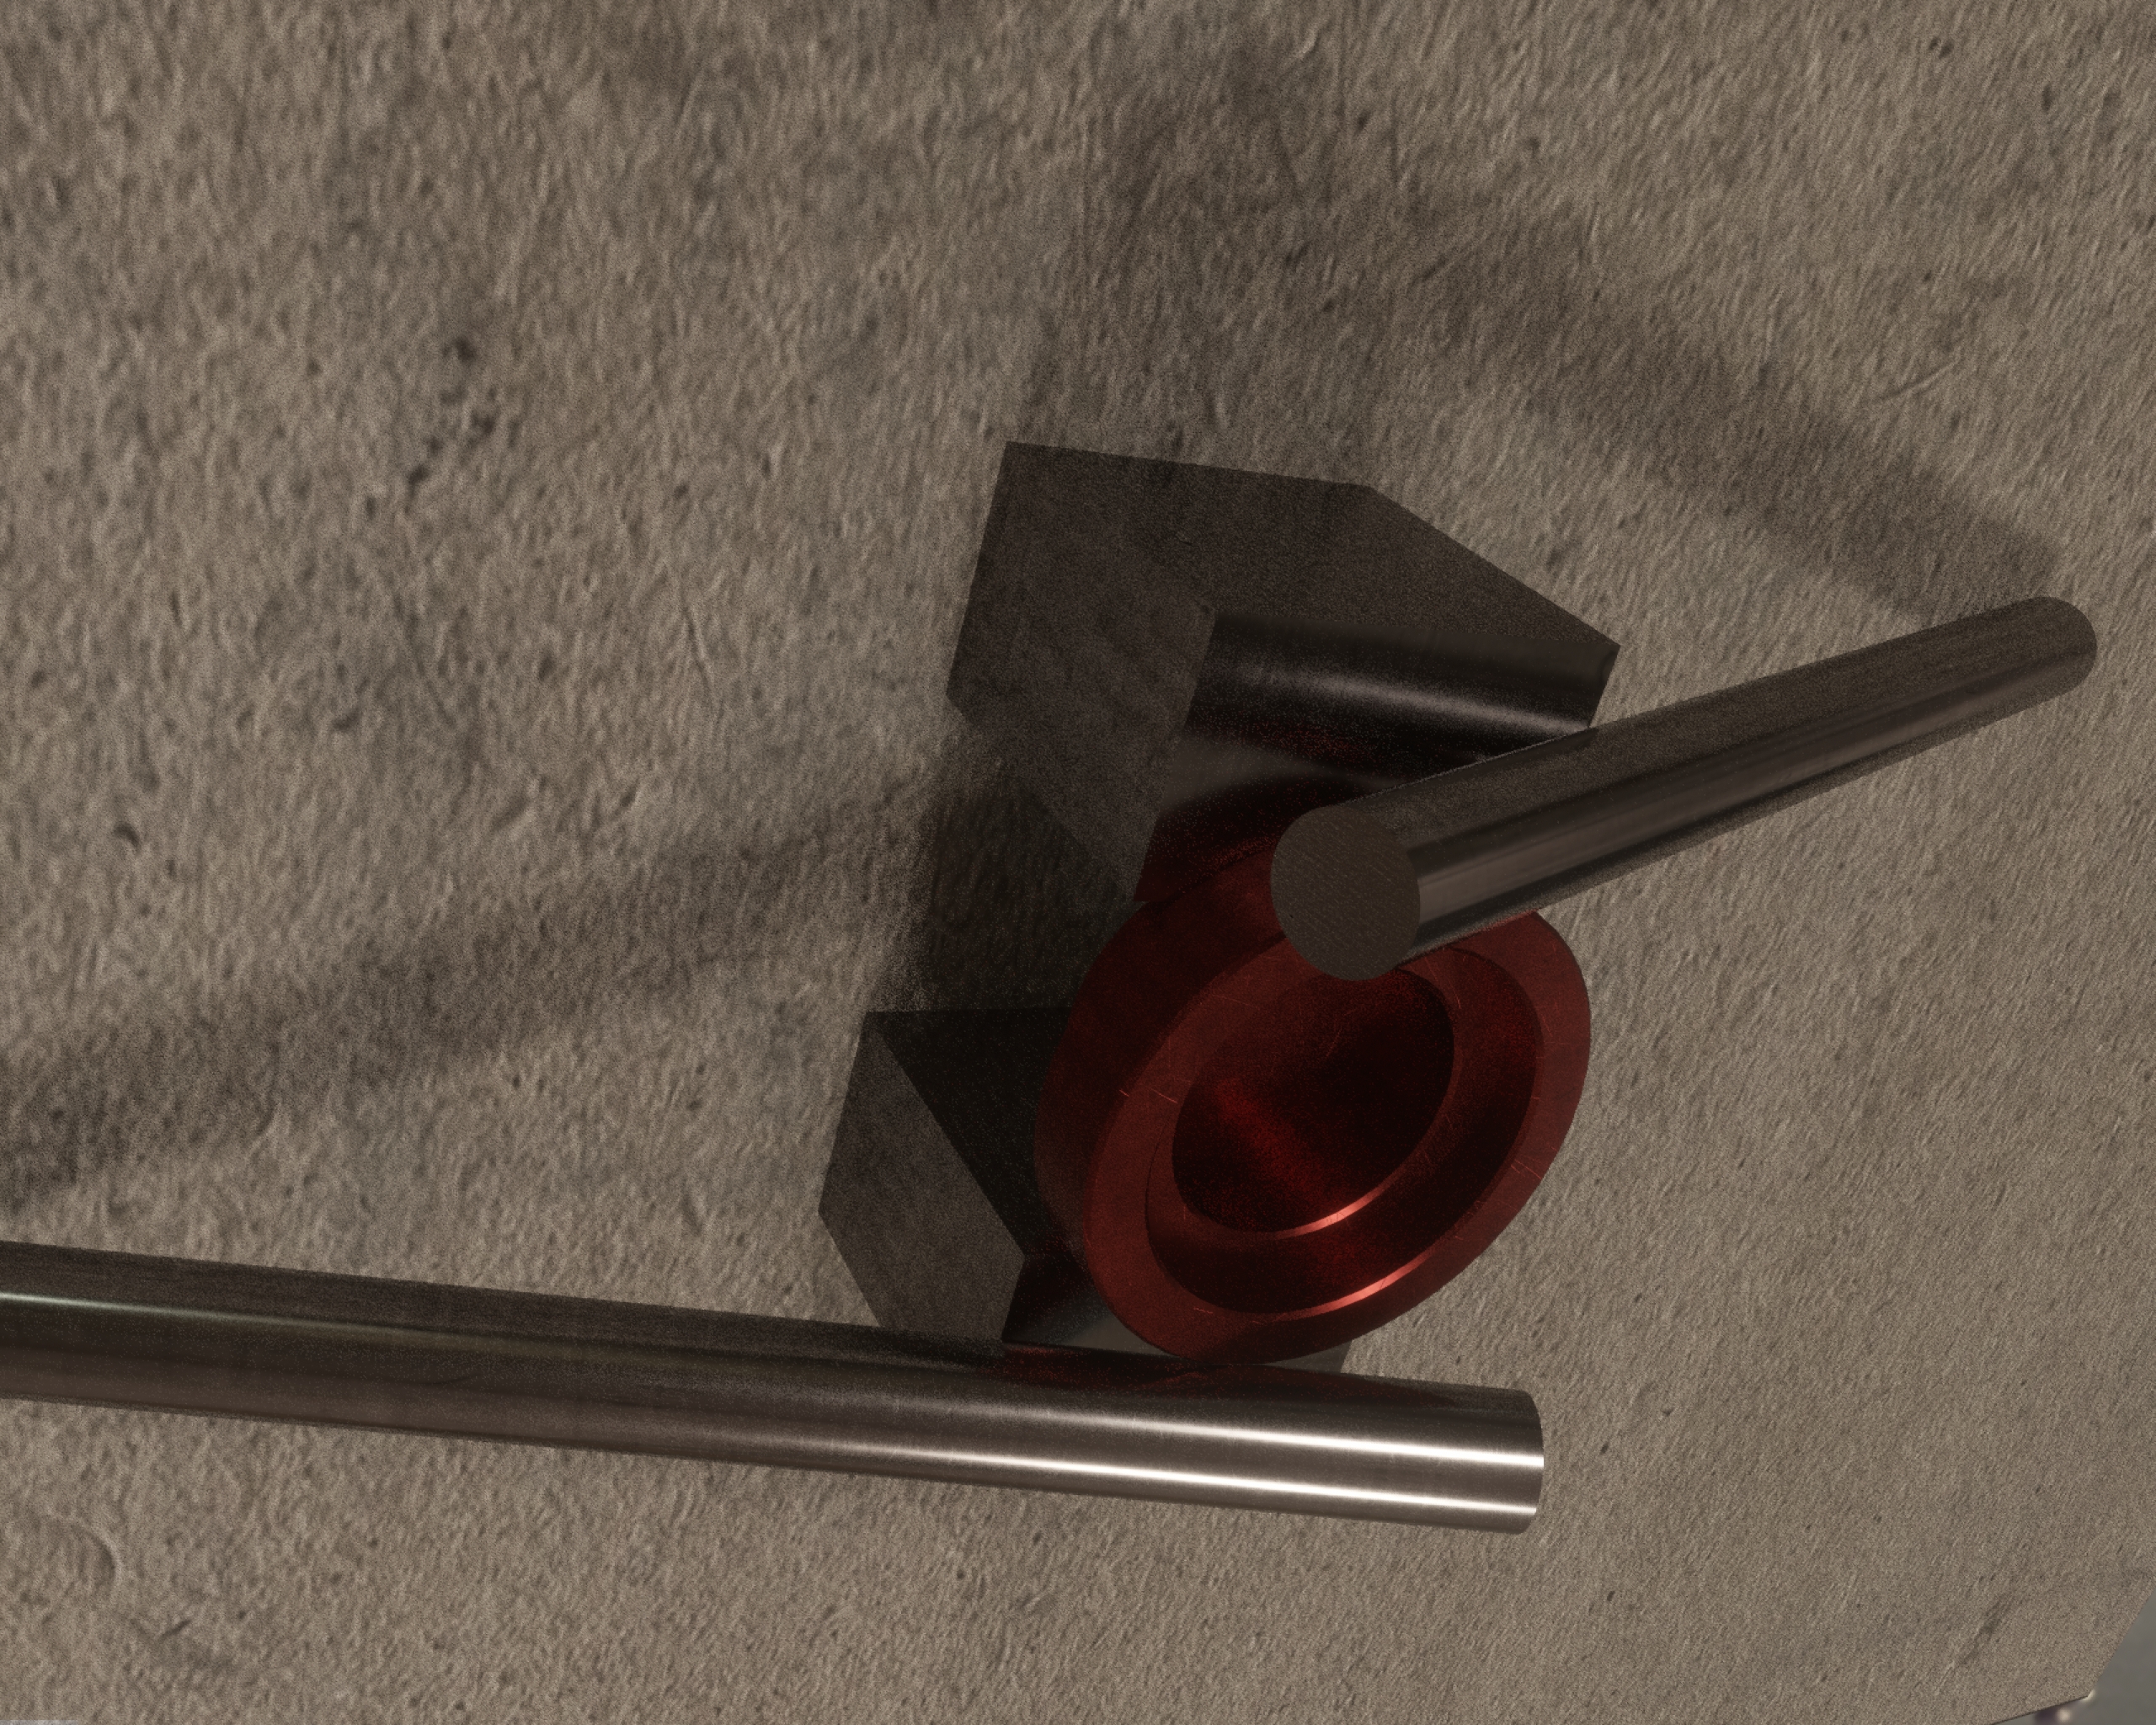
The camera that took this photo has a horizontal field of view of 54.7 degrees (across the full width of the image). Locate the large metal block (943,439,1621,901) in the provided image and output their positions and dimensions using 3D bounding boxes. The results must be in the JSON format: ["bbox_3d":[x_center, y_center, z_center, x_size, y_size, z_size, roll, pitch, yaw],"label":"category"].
[{"bbox_3d":[0.033,-0.034,0.371,0.081,0.080,0.050,1,118,-29],"label":"large metal block"}]

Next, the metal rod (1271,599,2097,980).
[{"bbox_3d":[0.137,-0.024,0.401,0.302,0.025,0.025,-16,128,-47],"label":"metal rod"}]

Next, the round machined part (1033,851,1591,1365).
[{"bbox_3d":[0.037,0.037,0.365,0.099,0.042,0.097,-14,125,-21],"label":"round machined part"}]

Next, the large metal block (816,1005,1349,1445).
[{"bbox_3d":[0.003,0.071,0.420,0.081,0.080,0.050,1,118,-29],"label":"large metal block"}]

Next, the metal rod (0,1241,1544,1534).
[{"bbox_3d":[-0.070,0.088,0.354,0.302,0.025,0.025,7,117,-7],"label":"metal rod"}]
